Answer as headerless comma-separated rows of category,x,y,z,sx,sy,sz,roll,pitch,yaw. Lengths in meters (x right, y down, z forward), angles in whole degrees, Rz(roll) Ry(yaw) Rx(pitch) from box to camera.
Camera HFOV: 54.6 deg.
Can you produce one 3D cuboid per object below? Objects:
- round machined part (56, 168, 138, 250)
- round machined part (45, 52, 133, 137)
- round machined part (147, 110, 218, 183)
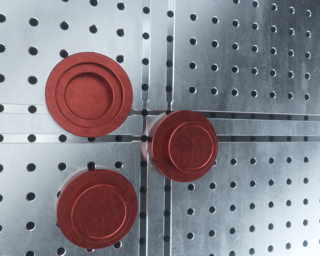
round machined part,-0.074,0.099,0.376,0.099,0.042,0.097,0,90,-20
round machined part,-0.085,-0.038,0.372,0.099,0.042,0.097,0,90,-20
round machined part,0.036,0.025,0.417,0.099,0.042,0.097,0,90,-20
